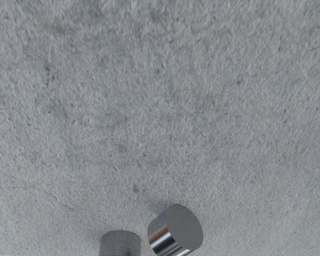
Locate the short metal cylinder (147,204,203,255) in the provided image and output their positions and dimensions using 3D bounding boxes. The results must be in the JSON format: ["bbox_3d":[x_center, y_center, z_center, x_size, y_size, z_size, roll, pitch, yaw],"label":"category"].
[{"bbox_3d":[0.026,0.177,0.522,0.080,0.080,0.050,29,124,-23],"label":"short metal cylinder"}]

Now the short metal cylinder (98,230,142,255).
[{"bbox_3d":[-0.077,0.240,0.594,0.081,0.050,0.079,0,130,0],"label":"short metal cylinder"}]
